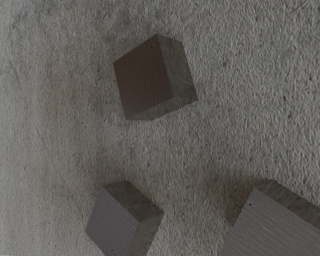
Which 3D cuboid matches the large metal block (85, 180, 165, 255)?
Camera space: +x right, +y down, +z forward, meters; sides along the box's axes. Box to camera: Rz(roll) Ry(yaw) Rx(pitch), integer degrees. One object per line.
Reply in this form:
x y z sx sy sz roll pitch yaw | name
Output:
-0.051 0.132 0.431 0.080 0.050 0.079 34 111 35 | large metal block

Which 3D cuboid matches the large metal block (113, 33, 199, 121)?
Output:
-0.007 -0.060 0.395 0.080 0.050 0.080 -23 76 38 | large metal block

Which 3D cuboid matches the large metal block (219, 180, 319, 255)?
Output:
0.116 0.108 0.293 0.080 0.050 0.079 34 111 35 | large metal block
